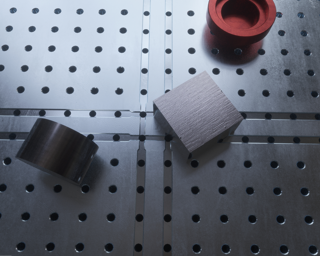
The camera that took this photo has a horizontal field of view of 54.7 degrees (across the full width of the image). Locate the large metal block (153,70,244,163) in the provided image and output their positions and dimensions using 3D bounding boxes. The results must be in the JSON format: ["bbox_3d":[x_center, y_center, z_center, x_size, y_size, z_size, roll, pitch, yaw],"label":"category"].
[{"bbox_3d":[0.047,-0.015,0.404,0.080,0.050,0.080,-31,73,-11],"label":"large metal block"}]

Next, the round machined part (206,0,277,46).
[{"bbox_3d":[0.118,-0.165,0.464,0.099,0.042,0.098,0,70,-1],"label":"round machined part"}]

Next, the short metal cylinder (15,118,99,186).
[{"bbox_3d":[-0.121,0.030,0.370,0.080,0.080,0.050,21,71,7],"label":"short metal cylinder"}]
